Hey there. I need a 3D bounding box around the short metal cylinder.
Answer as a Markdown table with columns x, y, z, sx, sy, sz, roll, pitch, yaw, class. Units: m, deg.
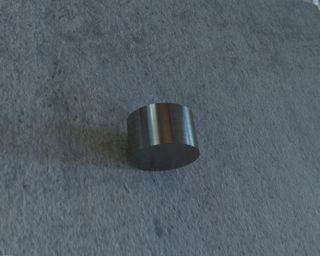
| x | y | z | sx | sy | sz | roll | pitch | yaw | class |
| --- | --- | --- | --- | --- | --- | --- | --- | --- | --- |
| 0.003 | 0.013 | 0.364 | 0.081 | 0.080 | 0.050 | 7 | 59 | -25 | short metal cylinder |
